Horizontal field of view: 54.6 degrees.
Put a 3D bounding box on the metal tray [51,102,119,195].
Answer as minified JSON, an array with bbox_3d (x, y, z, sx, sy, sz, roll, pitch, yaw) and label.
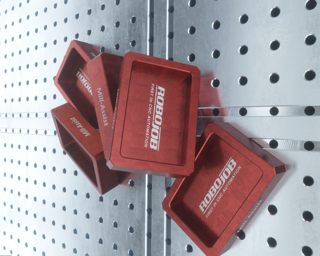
[{"bbox_3d":[-0.116,0.030,0.475,0.130,0.030,0.090,40,146,33],"label":"metal tray"}]

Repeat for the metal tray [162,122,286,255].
[{"bbox_3d":[0.066,0.069,0.352,0.090,0.030,0.129,41,115,32],"label":"metal tray"}]

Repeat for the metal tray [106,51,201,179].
[{"bbox_3d":[-0.005,-0.014,0.349,0.030,0.091,0.130,136,142,-68],"label":"metal tray"}]

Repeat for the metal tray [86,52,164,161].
[{"bbox_3d":[-0.038,-0.026,0.399,0.030,0.091,0.129,-22,76,39],"label":"metal tray"}]

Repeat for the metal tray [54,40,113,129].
[{"bbox_3d":[-0.118,-0.071,0.505,0.130,0.030,0.090,48,119,29],"label":"metal tray"}]
